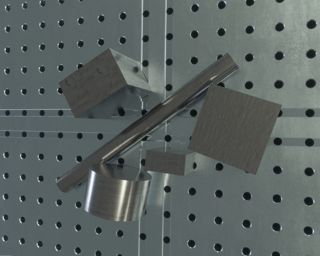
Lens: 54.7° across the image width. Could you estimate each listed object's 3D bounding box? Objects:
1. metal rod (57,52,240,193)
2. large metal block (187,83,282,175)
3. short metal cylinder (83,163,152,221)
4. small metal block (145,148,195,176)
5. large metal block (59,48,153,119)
[{"bbox_3d":[-0.027,0.001,0.420,0.300,0.025,0.025,-36,79,16],"label":"metal rod"},{"bbox_3d":[0.088,0.000,0.365,0.080,0.050,0.080,20,97,18],"label":"large metal block"},{"bbox_3d":[-0.055,0.081,0.401,0.080,0.080,0.050,12,94,19],"label":"short metal cylinder"},{"bbox_3d":[0.014,0.042,0.394,0.050,0.050,0.025,6,92,19],"label":"small metal block"},{"bbox_3d":[-0.068,-0.053,0.407,0.080,0.080,0.050,-30,81,17],"label":"large metal block"}]
